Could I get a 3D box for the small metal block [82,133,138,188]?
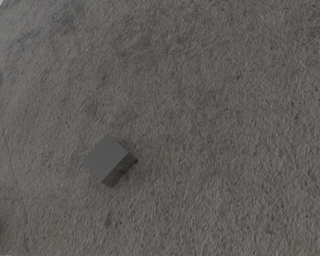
[{"bbox_3d":[-0.067,0.043,0.413,0.050,0.025,0.050,-48,51,-5],"label":"small metal block"}]
